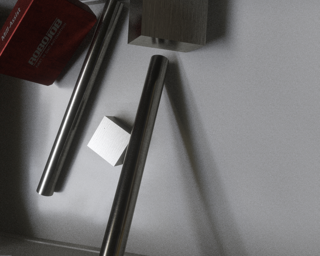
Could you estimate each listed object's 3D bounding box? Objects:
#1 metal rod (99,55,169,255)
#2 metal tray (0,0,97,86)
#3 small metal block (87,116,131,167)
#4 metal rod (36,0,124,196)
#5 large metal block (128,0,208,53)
[{"bbox_3d":[-0.031,0.046,0.357,0.025,0.025,0.299,5,67,19],"label":"metal rod"},{"bbox_3d":[-0.159,-0.123,0.420,0.130,0.090,0.030,-48,59,20],"label":"metal tray"},{"bbox_3d":[-0.065,0.018,0.432,0.050,0.025,0.050,35,101,16],"label":"small metal block"},{"bbox_3d":[-0.118,-0.039,0.450,0.025,0.025,0.298,25,98,18],"label":"metal rod"},{"bbox_3d":[0.009,-0.140,0.371,0.081,0.050,0.079,2,92,-23],"label":"large metal block"}]
